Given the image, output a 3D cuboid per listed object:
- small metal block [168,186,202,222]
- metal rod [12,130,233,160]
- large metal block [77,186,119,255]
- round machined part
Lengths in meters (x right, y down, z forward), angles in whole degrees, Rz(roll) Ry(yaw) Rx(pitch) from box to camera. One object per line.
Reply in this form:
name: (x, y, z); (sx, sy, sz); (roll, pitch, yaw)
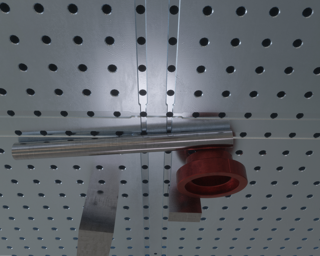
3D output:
small metal block: (0.038, 0.123, 0.500); (0.050, 0.050, 0.025); (3, 130, -3)
metal rod: (-0.052, 0.024, 0.430); (0.302, 0.025, 0.025); (-4, 130, 2)
large metal block: (-0.101, 0.154, 0.506); (0.050, 0.080, 0.079); (9, 130, -8)
round machined part: (0.072, 0.064, 0.444); (0.099, 0.042, 0.098); (-1, 148, 0)
